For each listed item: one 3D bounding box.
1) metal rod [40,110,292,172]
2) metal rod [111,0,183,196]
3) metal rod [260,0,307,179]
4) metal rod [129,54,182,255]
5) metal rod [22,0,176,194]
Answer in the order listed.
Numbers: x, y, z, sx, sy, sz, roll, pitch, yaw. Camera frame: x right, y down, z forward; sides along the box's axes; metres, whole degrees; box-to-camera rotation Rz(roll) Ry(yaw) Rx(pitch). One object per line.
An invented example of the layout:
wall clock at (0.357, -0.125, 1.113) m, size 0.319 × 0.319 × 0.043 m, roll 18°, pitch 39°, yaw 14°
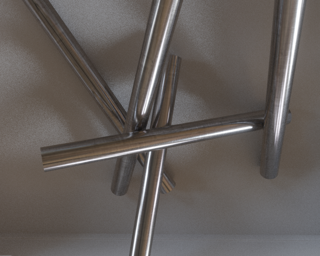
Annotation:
metal rod at (0.024, 0.008, 0.357) m, size 0.302 × 0.025 × 0.025 m, roll -10°, pitch 112°, yaw -20°
metal rod at (-0.023, -0.017, 0.344) m, size 0.025 × 0.025 × 0.298 m, roll 14°, pitch 133°, yaw -5°
metal rod at (0.127, -0.038, 0.330) m, size 0.025 × 0.025 × 0.299 m, roll -11°, pitch 136°, yaw 4°
metal rod at (-0.009, 0.060, 0.372) m, size 0.025 × 0.025 × 0.298 m, roll 9°, pitch 87°, yaw -4°
metal rod at (-0.068, -0.034, 0.398) m, size 0.025 × 0.025 × 0.299 m, roll -30°, pitch 108°, yaw 10°
